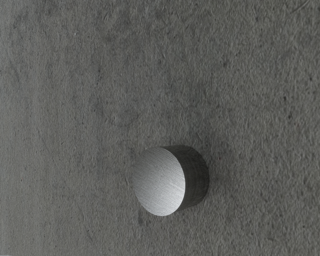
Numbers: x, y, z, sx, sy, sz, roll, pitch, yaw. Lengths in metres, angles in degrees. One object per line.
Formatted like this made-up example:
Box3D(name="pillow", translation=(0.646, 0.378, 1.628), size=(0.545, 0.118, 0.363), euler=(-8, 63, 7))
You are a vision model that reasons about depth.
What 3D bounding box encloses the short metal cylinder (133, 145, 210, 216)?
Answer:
Box3D(name="short metal cylinder", translation=(0.013, 0.062, 0.379), size=(0.080, 0.050, 0.080), euler=(0, 90, 40))
